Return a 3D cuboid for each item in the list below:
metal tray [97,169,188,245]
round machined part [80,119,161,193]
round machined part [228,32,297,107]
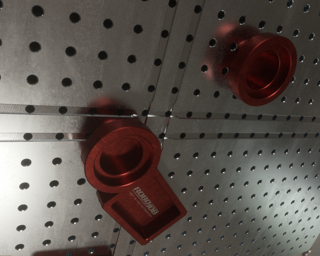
[{"bbox_3d":[-0.022,0.114,0.467,0.090,0.030,0.130,-35,129,-5],"label":"metal tray"},{"bbox_3d":[-0.052,0.031,0.393,0.099,0.042,0.097,-14,125,-21],"label":"round machined part"},{"bbox_3d":[0.135,-0.082,0.425,0.099,0.042,0.097,-14,125,-21],"label":"round machined part"}]
